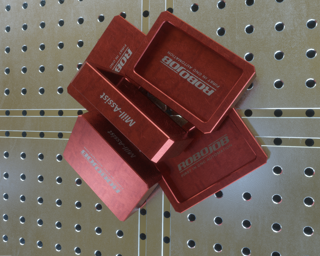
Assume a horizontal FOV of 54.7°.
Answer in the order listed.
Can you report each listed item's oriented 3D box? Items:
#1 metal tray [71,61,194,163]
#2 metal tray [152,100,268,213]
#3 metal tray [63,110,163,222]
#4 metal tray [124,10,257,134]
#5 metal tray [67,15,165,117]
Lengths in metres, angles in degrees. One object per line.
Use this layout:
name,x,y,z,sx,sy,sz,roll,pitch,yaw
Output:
metal tray,-0.028,-0.019,0.354,0.130,0.090,0.030,42,103,14
metal tray,0.055,0.036,0.389,0.130,0.030,0.090,-35,79,16
metal tray,-0.068,0.050,0.413,0.130,0.030,0.089,44,129,14
metal tray,0.034,-0.065,0.365,0.130,0.030,0.090,38,102,15
metal tray,-0.058,-0.076,0.428,0.090,0.030,0.130,40,102,15
